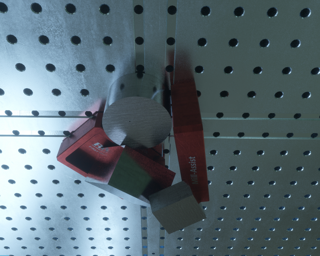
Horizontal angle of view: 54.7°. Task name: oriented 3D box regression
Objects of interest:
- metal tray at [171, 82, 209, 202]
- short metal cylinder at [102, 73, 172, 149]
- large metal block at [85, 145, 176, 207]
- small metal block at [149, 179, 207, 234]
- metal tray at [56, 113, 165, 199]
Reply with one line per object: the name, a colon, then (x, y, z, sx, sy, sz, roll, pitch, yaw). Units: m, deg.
metal tray: (0.038, 0.020, 0.387, 0.030, 0.090, 0.129, -7, 130, 6)
short metal cylinder: (-0.027, -0.020, 0.378, 0.081, 0.050, 0.079, 0, 130, 0)
large metal block: (-0.040, 0.065, 0.409, 0.080, 0.050, 0.080, 32, 159, -25)
small metal block: (0.021, 0.094, 0.368, 0.050, 0.025, 0.050, -25, 127, 6)
metal tray: (-0.067, 0.045, 0.445, 0.090, 0.030, 0.130, -36, 122, 26)
